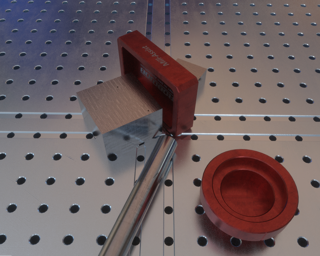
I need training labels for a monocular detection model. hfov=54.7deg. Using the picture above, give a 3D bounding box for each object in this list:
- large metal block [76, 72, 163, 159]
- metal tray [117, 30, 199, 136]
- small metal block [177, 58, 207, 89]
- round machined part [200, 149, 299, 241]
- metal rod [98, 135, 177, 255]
[{"bbox_3d":[-0.052,-0.019,0.407,0.081,0.050,0.080,-25,55,-20],"label":"large metal block"},{"bbox_3d":[-0.006,-0.061,0.416,0.030,0.089,0.130,-30,57,-23],"label":"metal tray"},{"bbox_3d":[0.037,-0.075,0.471,0.050,0.025,0.050,25,54,19],"label":"small metal block"},{"bbox_3d":[0.092,0.074,0.335,0.099,0.042,0.098,0,50,0],"label":"round machined part"},{"bbox_3d":[-0.046,0.124,0.302,0.025,0.025,0.301,18,52,14],"label":"metal rod"}]
